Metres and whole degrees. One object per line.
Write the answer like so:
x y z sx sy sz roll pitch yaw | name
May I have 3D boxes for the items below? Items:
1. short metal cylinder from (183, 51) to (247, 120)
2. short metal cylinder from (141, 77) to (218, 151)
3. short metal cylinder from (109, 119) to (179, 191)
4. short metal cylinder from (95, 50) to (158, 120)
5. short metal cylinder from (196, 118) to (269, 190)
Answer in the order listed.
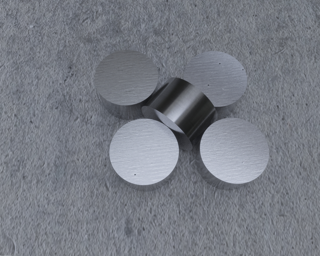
0.070 -0.055 0.415 0.081 0.050 0.080 0 70 0 | short metal cylinder
0.024 -0.017 0.387 0.080 0.080 0.050 38 74 12 | short metal cylinder
-0.018 0.035 0.382 0.081 0.050 0.080 0 70 0 | short metal cylinder
-0.043 -0.057 0.415 0.081 0.050 0.080 0 70 0 | short metal cylinder
0.087 0.033 0.384 0.081 0.050 0.080 0 70 0 | short metal cylinder
